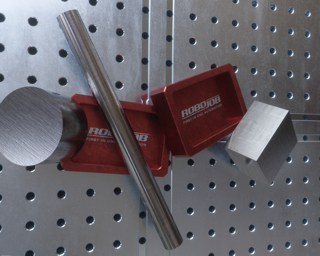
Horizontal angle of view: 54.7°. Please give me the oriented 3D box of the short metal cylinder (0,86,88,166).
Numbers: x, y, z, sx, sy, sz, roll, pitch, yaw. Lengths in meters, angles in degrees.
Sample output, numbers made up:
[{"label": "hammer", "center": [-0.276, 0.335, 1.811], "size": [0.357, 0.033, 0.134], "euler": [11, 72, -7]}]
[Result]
[{"label": "short metal cylinder", "center": [-0.126, -0.001, 0.333], "size": [0.080, 0.050, 0.080], "euler": [-1, 86, 15]}]

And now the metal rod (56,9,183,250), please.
[{"label": "metal rod", "center": [-0.043, 0.010, 0.365], "size": [0.025, 0.025, 0.299], "euler": [-27, 99, -18]}]

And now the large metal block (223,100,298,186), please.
[{"label": "large metal block", "center": [0.143, 0.022, 0.433], "size": [0.080, 0.050, 0.080], "euler": [-53, 137, -12]}]

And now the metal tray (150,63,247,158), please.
[{"label": "metal tray", "center": [0.058, -0.026, 0.411], "size": [0.131, 0.030, 0.090], "euler": [-25, 99, -35]}]

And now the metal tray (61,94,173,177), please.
[{"label": "metal tray", "center": [-0.052, 0.011, 0.390], "size": [0.131, 0.030, 0.089], "euler": [7, 88, -20]}]
